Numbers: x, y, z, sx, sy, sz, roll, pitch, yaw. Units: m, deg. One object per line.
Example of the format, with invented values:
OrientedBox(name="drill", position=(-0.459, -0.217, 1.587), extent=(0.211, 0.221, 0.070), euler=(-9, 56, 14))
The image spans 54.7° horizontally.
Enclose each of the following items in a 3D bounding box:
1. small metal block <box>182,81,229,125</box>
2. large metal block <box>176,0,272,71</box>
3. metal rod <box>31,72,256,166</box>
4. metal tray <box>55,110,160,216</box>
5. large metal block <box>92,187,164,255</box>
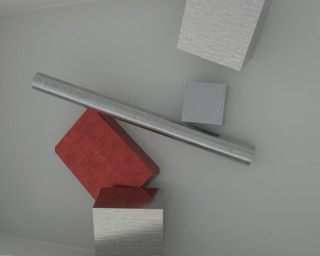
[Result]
OrientedBox(name="small metal block", position=(0.057, -0.031, 0.390), extent=(0.050, 0.025, 0.050), euler=(7, 92, 19))
OrientedBox(name="large metal block", position=(0.073, -0.122, 0.354), extent=(0.080, 0.050, 0.079), euler=(25, 126, 17))
OrientedBox(name="metal rod", position=(-0.029, -0.015, 0.399), extent=(0.301, 0.025, 0.025), euler=(20, 97, 10))
OrientedBox(name="metal tray", position=(-0.076, 0.044, 0.433), extent=(0.130, 0.030, 0.090), euler=(46, 104, 14))
OrientedBox(name="large metal block", position=(-0.036, 0.122, 0.387), extent=(0.080, 0.050, 0.079), euler=(1, 107, 2))
